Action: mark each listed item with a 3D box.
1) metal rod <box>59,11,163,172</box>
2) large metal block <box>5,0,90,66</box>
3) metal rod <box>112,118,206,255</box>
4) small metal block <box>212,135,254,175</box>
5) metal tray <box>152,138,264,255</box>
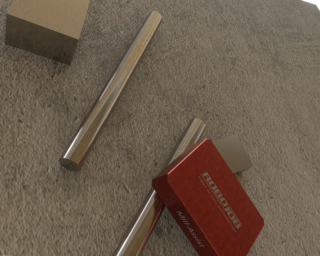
[{"bbox_3d":[-0.052,-0.071,0.420,0.025,0.025,0.300,30,52,-10],"label":"metal rod"},{"bbox_3d":[-0.142,-0.138,0.396,0.081,0.050,0.080,17,55,-19],"label":"large metal block"},{"bbox_3d":[-0.011,0.093,0.341,0.025,0.025,0.301,37,51,-4],"label":"metal rod"},{"bbox_3d":[0.094,0.041,0.431,0.050,0.025,0.050,-11,67,-33],"label":"small metal block"},{"bbox_3d":[0.060,0.088,0.361,0.091,0.030,0.130,-36,94,-42],"label":"metal tray"}]
